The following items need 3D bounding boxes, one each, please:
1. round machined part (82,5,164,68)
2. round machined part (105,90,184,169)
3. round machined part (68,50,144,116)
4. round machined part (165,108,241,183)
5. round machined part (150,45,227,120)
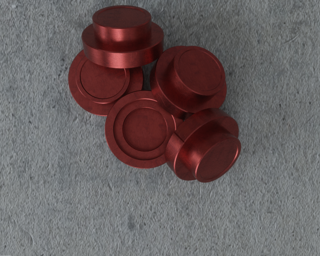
[{"bbox_3d":[-0.044,-0.115,0.373,0.099,0.098,0.042,1,132,-1],"label":"round machined part"},{"bbox_3d":[-0.019,0.002,0.402,0.099,0.042,0.097,0,90,-1],"label":"round machined part"},{"bbox_3d":[-0.070,-0.064,0.403,0.099,0.042,0.097,0,90,-1],"label":"round machined part"},{"bbox_3d":[0.059,0.028,0.376,0.098,0.098,0.042,-43,50,0],"label":"round machined part"},{"bbox_3d":[0.040,-0.061,0.381,0.099,0.042,0.098,9,65,-19],"label":"round machined part"}]
